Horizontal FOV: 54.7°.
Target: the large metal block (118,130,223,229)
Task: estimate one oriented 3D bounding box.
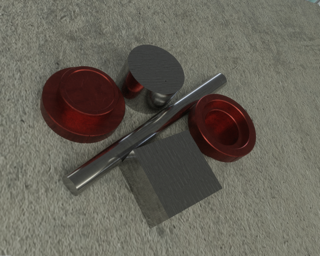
[{"bbox_3d":[0.011,0.058,0.361,0.081,0.050,0.080,-19,72,-35],"label":"large metal block"}]

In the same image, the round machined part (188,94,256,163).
[{"bbox_3d":[0.082,0.004,0.436,0.099,0.042,0.098,14,56,-21],"label":"round machined part"}]

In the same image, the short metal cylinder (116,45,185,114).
[{"bbox_3d":[-0.014,-0.065,0.421,0.081,0.050,0.080,14,56,-21],"label":"short metal cylinder"}]

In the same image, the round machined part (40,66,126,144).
[{"bbox_3d":[-0.087,-0.034,0.368,0.099,0.042,0.098,14,56,-21],"label":"round machined part"}]

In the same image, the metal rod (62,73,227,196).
[{"bbox_3d":[0.003,-0.009,0.413,0.025,0.025,0.302,49,51,6],"label":"metal rod"}]
